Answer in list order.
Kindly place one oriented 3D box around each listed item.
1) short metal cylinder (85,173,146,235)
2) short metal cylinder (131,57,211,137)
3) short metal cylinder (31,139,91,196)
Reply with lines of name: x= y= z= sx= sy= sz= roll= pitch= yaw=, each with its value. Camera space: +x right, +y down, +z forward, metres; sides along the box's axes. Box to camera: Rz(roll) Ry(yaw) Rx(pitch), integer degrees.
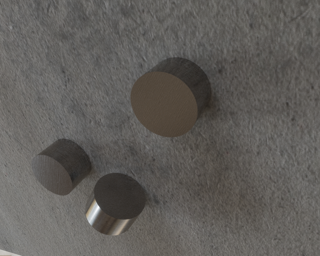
short metal cylinder: x=-0.069 y=0.117 z=0.478 sx=0.080 sy=0.080 sz=0.050 roll=35 pitch=129 yaw=5
short metal cylinder: x=0.013 y=-0.036 z=0.360 sx=0.080 sy=0.050 sz=0.079 roll=13 pitch=124 yaw=20
short metal cylinder: x=-0.163 y=0.064 z=0.514 sx=0.080 sy=0.050 sz=0.079 roll=13 pitch=124 yaw=20
